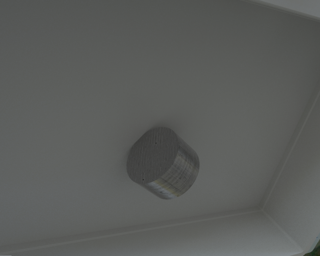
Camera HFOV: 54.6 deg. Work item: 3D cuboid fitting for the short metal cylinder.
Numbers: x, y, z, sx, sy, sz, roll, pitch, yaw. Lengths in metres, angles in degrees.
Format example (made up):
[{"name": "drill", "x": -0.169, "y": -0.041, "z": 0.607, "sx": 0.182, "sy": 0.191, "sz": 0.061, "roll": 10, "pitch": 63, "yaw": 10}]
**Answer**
[{"name": "short metal cylinder", "x": 0.004, "y": 0.046, "z": 0.403, "sx": 0.080, "sy": 0.080, "sz": 0.050, "roll": -45, "pitch": 129, "yaw": 3}]
